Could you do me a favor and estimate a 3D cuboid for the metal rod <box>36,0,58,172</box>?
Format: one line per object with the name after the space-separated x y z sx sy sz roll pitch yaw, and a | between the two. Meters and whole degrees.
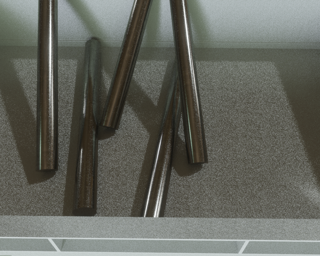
-0.146 -0.093 0.403 0.025 0.025 0.299 -4 75 -4 | metal rod

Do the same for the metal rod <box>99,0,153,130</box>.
-0.031 -0.144 0.427 0.025 0.025 0.299 13 83 10 | metal rod

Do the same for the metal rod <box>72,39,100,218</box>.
-0.096 -0.024 0.424 0.025 0.025 0.300 -5 50 -4 | metal rod

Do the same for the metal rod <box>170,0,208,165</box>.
0.032 -0.102 0.408 0.025 0.025 0.299 -4 76 -4 | metal rod

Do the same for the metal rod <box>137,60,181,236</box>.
0.014 -0.008 0.411 0.025 0.025 0.300 7 50 6 | metal rod
